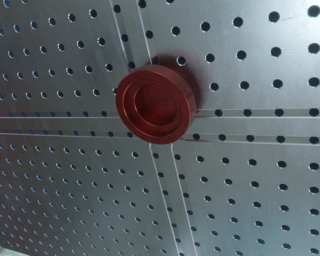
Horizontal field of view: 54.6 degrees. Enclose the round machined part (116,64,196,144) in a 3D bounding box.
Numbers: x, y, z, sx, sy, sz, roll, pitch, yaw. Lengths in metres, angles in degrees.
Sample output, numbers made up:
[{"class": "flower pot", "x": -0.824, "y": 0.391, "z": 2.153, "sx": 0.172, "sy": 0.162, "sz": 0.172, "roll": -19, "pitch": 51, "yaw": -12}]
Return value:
[{"class": "round machined part", "x": -0.002, "y": -0.032, "z": 0.382, "sx": 0.098, "sy": 0.042, "sz": 0.097, "roll": 13, "pitch": 124, "yaw": 21}]
